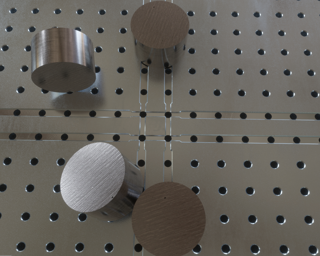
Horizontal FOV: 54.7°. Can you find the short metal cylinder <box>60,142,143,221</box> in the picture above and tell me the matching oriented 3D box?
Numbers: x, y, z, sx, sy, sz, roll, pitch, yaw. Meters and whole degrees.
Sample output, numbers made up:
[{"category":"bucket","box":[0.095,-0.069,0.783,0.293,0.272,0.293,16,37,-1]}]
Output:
[{"category":"short metal cylinder","box":[-0.066,0.063,0.361,0.080,0.050,0.080,-9,60,17]}]

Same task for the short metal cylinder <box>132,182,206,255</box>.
[{"category":"short metal cylinder","box":[0.009,0.106,0.360,0.081,0.050,0.080,0,70,-1]}]

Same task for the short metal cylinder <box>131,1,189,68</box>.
[{"category":"short metal cylinder","box":[0.000,-0.134,0.448,0.081,0.050,0.080,0,70,0]}]

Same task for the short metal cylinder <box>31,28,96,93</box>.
[{"category":"short metal cylinder","box":[-0.128,-0.088,0.413,0.081,0.080,0.050,-8,71,-3]}]
